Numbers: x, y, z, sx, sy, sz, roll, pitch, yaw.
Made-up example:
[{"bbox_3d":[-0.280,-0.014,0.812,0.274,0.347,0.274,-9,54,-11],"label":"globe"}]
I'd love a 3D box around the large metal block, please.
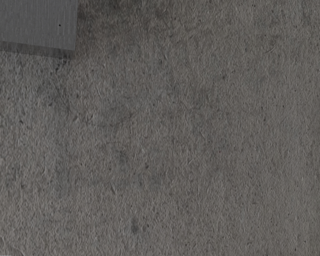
[{"bbox_3d":[-0.136,-0.126,0.345,0.081,0.050,0.080,3,89,-20],"label":"large metal block"}]
